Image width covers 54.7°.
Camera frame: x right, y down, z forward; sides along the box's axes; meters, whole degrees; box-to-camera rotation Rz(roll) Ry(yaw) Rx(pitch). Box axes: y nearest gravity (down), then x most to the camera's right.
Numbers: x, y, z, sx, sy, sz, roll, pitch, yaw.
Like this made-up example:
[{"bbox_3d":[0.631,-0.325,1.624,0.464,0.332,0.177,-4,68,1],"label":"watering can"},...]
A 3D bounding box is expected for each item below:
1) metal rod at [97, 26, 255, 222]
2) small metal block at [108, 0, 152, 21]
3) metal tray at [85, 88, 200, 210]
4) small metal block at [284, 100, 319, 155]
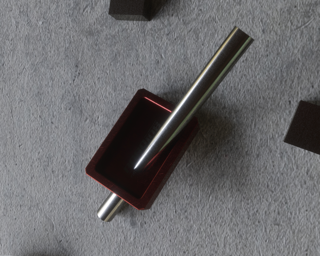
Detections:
[{"bbox_3d":[0.005,0.012,0.378,0.025,0.025,0.298,43,114,14],"label":"metal rod"},{"bbox_3d":[-0.039,-0.175,0.422,0.050,0.025,0.050,9,93,19],"label":"small metal block"},{"bbox_3d":[-0.021,0.026,0.392,0.090,0.030,0.130,30,82,17],"label":"metal tray"},{"bbox_3d":[0.173,0.001,0.348,0.050,0.025,0.050,22,97,18],"label":"small metal block"}]
